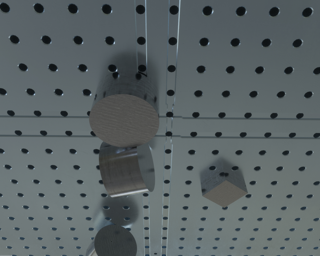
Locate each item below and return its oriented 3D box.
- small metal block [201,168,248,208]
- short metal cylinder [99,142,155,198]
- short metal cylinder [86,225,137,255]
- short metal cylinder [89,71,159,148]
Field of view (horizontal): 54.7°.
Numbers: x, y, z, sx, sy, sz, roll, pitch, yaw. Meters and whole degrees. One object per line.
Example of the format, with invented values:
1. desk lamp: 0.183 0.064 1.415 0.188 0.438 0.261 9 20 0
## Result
1. small metal block: 0.102 0.096 0.495 0.050 0.025 0.050 32 123 -25
2. short metal cylinder: -0.042 0.051 0.418 0.050 0.080 0.080 -12 129 10
3. short metal cylinder: -0.089 0.226 0.567 0.080 0.080 0.050 20 127 -17
4. short metal cylinder: -0.041 -0.022 0.376 0.081 0.050 0.079 0 130 0
